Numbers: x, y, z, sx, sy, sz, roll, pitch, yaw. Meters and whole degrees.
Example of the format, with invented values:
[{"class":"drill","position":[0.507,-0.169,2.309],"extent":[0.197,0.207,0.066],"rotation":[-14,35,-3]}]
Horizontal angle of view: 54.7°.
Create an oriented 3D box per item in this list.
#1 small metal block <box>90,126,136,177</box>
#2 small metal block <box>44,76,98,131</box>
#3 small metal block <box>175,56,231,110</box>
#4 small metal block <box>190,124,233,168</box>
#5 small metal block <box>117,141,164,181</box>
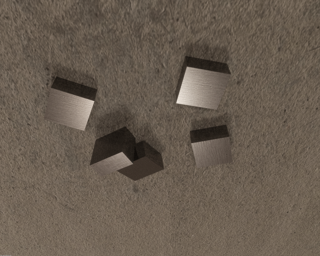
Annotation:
[{"class":"small metal block","position":[-0.062,0.031,0.417],"extent":[0.050,0.050,0.025],"rotation":[-23,126,18]},{"class":"small metal block","position":[-0.110,-0.029,0.381],"extent":[0.050,0.025,0.050],"rotation":[17,128,-15]},{"class":"small metal block","position":[0.049,-0.052,0.364],"extent":[0.050,0.025,0.050],"rotation":[8,130,-8]},{"class":"small metal block","position":[0.072,0.026,0.431],"extent":[0.050,0.025,0.050],"rotation":[-11,130,8]},{"class":"small metal block","position":[-0.030,0.048,0.439],"extent":[0.050,0.025,0.050],"rotation":[-25,142,19]}]
